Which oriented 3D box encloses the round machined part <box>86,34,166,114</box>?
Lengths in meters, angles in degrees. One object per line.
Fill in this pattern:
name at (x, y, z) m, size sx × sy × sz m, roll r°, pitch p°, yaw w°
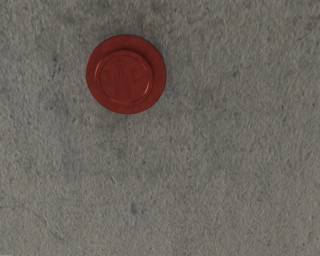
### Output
round machined part at (-0.042, -0.063, 0.377) m, size 0.099 × 0.042 × 0.097 m, roll 0°, pitch 110°, yaw -1°
